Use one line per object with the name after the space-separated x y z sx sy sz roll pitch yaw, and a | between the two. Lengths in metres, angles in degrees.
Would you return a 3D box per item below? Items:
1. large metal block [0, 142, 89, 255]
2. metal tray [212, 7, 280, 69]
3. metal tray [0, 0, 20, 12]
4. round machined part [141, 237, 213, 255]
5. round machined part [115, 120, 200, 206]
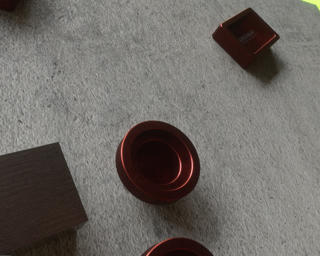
-0.123 0.067 0.281 0.081 0.050 0.080 -15 70 -34 | large metal block
0.170 -0.178 0.603 0.090 0.030 0.131 47 51 4 | metal tray
-0.243 -0.214 0.400 0.131 0.030 0.090 19 54 -17 | metal tray
0.014 0.162 0.303 0.099 0.042 0.098 14 56 -21 | round machined part
-0.006 0.043 0.365 0.099 0.042 0.098 14 56 -21 | round machined part
